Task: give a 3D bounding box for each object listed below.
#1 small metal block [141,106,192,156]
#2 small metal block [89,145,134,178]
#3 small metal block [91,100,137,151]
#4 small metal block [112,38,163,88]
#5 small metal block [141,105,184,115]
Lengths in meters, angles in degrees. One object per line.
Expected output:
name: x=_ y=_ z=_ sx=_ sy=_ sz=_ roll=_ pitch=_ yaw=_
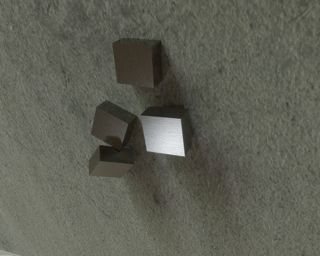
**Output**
small metal block: x=0.008 y=0.003 z=0.371 sx=0.050 sy=0.025 sz=0.050 roll=6 pitch=121 yaw=25
small metal block: x=-0.072 y=0.050 z=0.453 sx=0.050 sy=0.025 sz=0.050 roll=9 pitch=145 yaw=-27
small metal block: x=-0.066 y=-0.004 z=0.437 sx=0.050 sy=0.025 sz=0.050 roll=28 pitch=127 yaw=10
small metal block: x=-0.026 y=-0.079 z=0.371 sx=0.050 sy=0.025 sz=0.050 roll=10 pitch=123 yaw=22
small metal block: x=0.008 y=-0.001 z=0.401 sx=0.050 sy=0.025 sz=0.050 roll=-1 pitch=118 yaw=28
